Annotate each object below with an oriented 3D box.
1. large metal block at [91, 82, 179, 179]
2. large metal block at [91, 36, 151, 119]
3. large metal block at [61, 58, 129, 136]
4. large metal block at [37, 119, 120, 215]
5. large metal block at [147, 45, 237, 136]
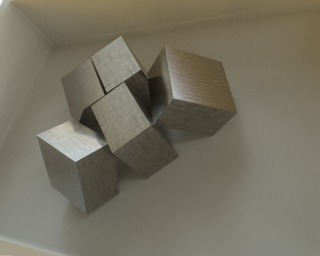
[{"bbox_3d":[-0.030,0.004,0.380,0.050,0.080,0.080,-36,51,4],"label":"large metal block"},{"bbox_3d":[-0.042,-0.065,0.429,0.050,0.080,0.080,-34,52,6],"label":"large metal block"},{"bbox_3d":[-0.086,-0.036,0.434,0.050,0.080,0.080,-33,52,7],"label":"large metal block"},{"bbox_3d":[-0.099,0.046,0.382,0.080,0.079,0.050,24,40,36],"label":"large metal block"},{"bbox_3d":[0.035,-0.043,0.367,0.050,0.081,0.080,-52,36,46],"label":"large metal block"}]
